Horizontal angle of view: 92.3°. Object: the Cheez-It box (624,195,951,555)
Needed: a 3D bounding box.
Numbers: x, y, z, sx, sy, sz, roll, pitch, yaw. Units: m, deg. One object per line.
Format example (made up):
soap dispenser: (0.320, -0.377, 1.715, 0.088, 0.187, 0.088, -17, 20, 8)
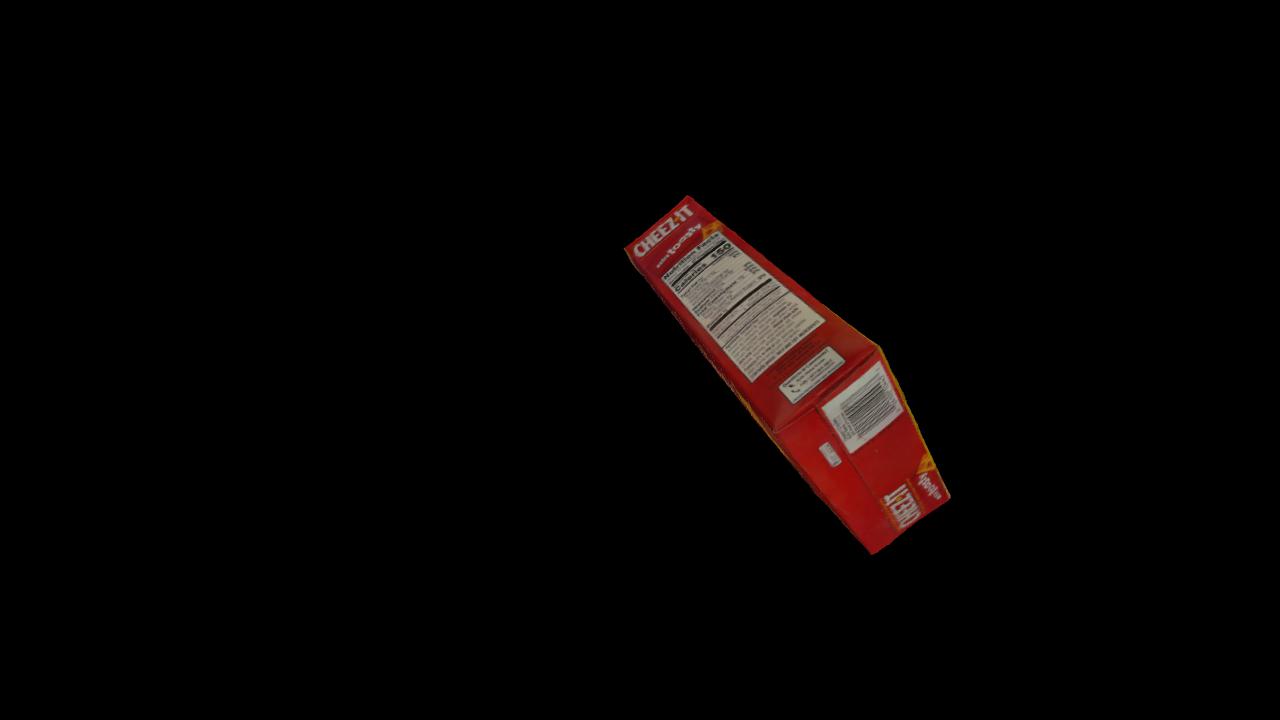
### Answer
Cheez-It box: (0.091, 0.001, 0.417, 0.166, 0.071, 0.223, 47, 7, -40)
